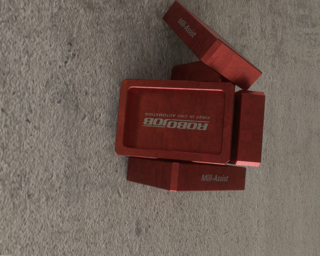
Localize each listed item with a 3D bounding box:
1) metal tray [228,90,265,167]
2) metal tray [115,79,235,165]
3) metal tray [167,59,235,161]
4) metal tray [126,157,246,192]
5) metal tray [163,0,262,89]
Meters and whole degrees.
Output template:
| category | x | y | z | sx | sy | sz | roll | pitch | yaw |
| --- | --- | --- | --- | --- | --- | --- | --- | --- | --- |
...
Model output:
| category | x | y | z | sx | sy | sz | roll | pitch | yaw |
| --- | --- | --- | --- | --- | --- | --- | --- | --- | --- |
| metal tray | 0.099 | 0.003 | 0.427 | 0.030 | 0.130 | 0.089 | 6 | 86 | -7 |
| metal tray | 0.017 | -0.008 | 0.359 | 0.030 | 0.131 | 0.089 | 21 | 73 | -76 |
| metal tray | 0.051 | -0.021 | 0.408 | 0.030 | 0.090 | 0.129 | 10 | 84 | -40 |
| metal tray | 0.035 | 0.058 | 0.395 | 0.131 | 0.090 | 0.030 | 9 | 85 | -40 |
| metal tray | 0.065 | -0.109 | 0.403 | 0.090 | 0.130 | 0.030 | 22 | 117 | -38 |
